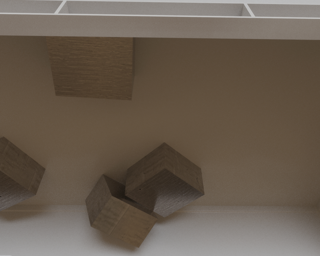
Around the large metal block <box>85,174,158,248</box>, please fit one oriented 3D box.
[{"bbox_3d":[-0.060,0.122,0.465,0.080,0.080,0.050,33,91,-23],"label":"large metal block"}]

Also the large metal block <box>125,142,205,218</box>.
[{"bbox_3d":[0.007,0.079,0.460,0.080,0.050,0.080,37,121,-27],"label":"large metal block"}]

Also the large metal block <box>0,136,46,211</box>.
[{"bbox_3d":[-0.232,0.070,0.450,0.080,0.050,0.080,-25,126,20],"label":"large metal block"}]

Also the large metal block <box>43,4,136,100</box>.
[{"bbox_3d":[-0.068,-0.078,0.325,0.081,0.050,0.079,3,130,-3],"label":"large metal block"}]
